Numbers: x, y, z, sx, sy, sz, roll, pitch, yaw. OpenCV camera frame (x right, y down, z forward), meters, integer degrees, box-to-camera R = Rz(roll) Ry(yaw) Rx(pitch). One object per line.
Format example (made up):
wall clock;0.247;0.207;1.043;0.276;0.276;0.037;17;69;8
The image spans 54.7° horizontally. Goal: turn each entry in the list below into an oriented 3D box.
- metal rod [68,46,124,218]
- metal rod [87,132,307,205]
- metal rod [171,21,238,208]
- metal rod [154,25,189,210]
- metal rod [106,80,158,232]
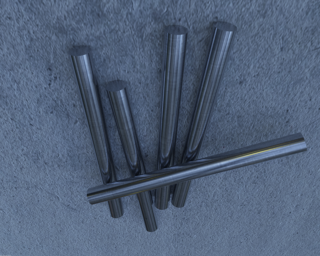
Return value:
metal rod;-0.080;0.030;0.431;0.025;0.025;0.298;-2;130;2
metal rod;0.039;0.059;0.423;0.301;0.025;0.025;-17;128;13
metal rod;0.049;0.008;0.414;0.025;0.025;0.298;5;130;-5
metal rod;0.010;0.012;0.416;0.025;0.025;0.298;2;130;-2
metal rod;-0.033;0.063;0.460;0.025;0.025;0.298;-6;130;4
